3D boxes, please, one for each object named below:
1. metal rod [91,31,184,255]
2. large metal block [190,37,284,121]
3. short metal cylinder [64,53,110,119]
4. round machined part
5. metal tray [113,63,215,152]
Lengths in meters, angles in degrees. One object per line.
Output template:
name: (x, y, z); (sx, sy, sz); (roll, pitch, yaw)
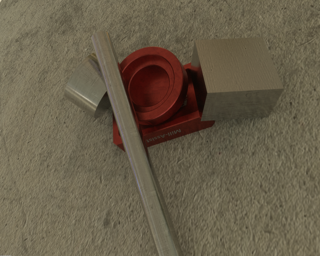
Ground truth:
metal rod: (-0.030, 0.015, 0.354); (0.025, 0.025, 0.299); (-24, 70, 13)
large metal block: (0.083, -0.057, 0.358); (0.081, 0.050, 0.080); (-4, 56, -5)
short metal cylinder: (-0.090, -0.060, 0.444); (0.050, 0.080, 0.080); (35, 79, 2)
round machined part: (-0.010, -0.051, 0.399); (0.098, 0.042, 0.098); (-6, 75, 22)
metal tray: (0.000, -0.027, 0.417); (0.130, 0.030, 0.090); (-19, 54, 16)
